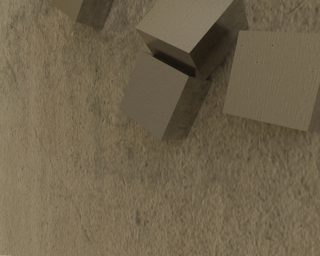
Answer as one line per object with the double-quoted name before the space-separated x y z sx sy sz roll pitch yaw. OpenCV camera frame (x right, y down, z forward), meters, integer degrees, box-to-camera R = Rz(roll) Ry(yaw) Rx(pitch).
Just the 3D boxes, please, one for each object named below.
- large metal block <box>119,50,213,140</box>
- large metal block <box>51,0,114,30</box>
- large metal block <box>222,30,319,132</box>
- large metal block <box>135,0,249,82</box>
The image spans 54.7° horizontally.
"large metal block" 0.005 -0.040 0.383 0.080 0.050 0.079 36 112 34
"large metal block" -0.117 -0.212 0.482 0.080 0.050 0.079 41 115 32
"large metal block" 0.115 -0.045 0.293 0.080 0.050 0.079 17 101 38
"large metal block" 0.035 -0.110 0.337 0.080 0.050 0.080 35 83 34
